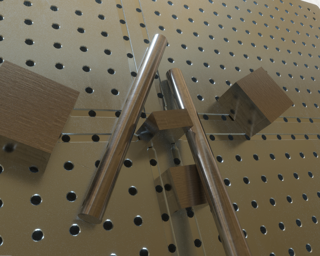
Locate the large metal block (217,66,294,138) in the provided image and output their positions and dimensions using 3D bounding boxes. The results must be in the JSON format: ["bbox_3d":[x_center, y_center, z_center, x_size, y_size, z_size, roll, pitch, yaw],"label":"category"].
[{"bbox_3d":[0.155,-0.043,0.501,0.081,0.050,0.080,-31,79,-38],"label":"large metal block"}]

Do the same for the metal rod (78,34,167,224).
[{"bbox_3d":[-0.036,-0.023,0.402,0.025,0.025,0.300,26,52,-12],"label":"metal rod"}]

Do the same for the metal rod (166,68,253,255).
[{"bbox_3d":[0.054,0.036,0.383,0.025,0.025,0.299,5,50,-26],"label":"metal rod"}]

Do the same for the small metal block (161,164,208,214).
[{"bbox_3d":[0.035,0.074,0.382,0.050,0.025,0.050,-3,63,-30],"label":"small metal block"}]

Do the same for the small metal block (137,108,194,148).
[{"bbox_3d":[0.006,0.000,0.395,0.050,0.050,0.025,-8,66,-32],"label":"small metal block"}]

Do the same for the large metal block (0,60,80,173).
[{"bbox_3d":[-0.141,-0.011,0.323,0.080,0.050,0.080,23,53,-14],"label":"large metal block"}]
